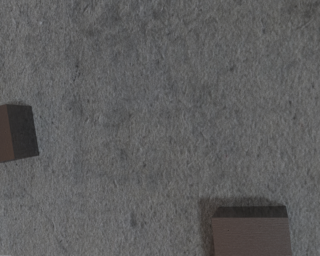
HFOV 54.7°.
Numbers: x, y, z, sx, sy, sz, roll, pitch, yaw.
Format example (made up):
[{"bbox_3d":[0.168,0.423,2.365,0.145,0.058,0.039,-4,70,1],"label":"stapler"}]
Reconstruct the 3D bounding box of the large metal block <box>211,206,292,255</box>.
[{"bbox_3d":[0.108,0.137,0.357,0.080,0.050,0.080,-6,88,19],"label":"large metal block"}]

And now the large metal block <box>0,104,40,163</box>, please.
[{"bbox_3d":[-0.243,0.012,0.479,0.080,0.050,0.080,-12,86,19],"label":"large metal block"}]
